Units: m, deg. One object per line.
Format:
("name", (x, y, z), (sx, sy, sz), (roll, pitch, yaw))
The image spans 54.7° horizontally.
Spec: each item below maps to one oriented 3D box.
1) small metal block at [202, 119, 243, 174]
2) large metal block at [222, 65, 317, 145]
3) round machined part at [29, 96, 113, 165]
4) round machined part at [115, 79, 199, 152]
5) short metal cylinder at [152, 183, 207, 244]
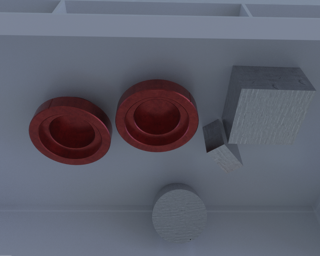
("small metal block", (0.084, 0.024, 0.415), (0.025, 0.050, 0.050), (-30, 124, 23))
("large metal block", (0.125, -0.026, 0.372), (0.081, 0.050, 0.079), (1, 130, -2))
("round machined part", (-0.110, -0.001, 0.396), (0.099, 0.042, 0.097), (-1, 130, 0))
("round machined part", (-0.003, -0.019, 0.382), (0.099, 0.042, 0.097), (-1, 130, 0))
("short metal cylinder", (0.028, 0.129, 0.477), (0.081, 0.050, 0.079), (0, 90, -1))
